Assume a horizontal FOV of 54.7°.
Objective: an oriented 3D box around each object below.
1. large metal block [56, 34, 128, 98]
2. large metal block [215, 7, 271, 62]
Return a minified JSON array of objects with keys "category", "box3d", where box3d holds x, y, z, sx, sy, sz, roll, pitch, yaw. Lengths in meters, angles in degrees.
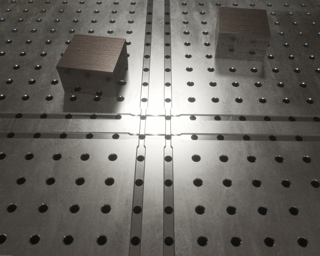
[{"category":"large metal block","box3d":[-0.098,-0.095,0.470,0.080,0.050,0.080,7,50,5]},{"category":"large metal block","box3d":[0.138,-0.161,0.528,0.080,0.050,0.080,6,50,4]}]
